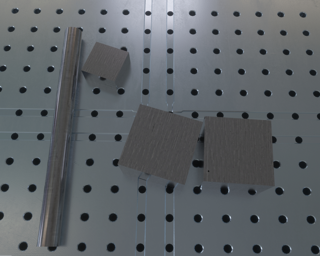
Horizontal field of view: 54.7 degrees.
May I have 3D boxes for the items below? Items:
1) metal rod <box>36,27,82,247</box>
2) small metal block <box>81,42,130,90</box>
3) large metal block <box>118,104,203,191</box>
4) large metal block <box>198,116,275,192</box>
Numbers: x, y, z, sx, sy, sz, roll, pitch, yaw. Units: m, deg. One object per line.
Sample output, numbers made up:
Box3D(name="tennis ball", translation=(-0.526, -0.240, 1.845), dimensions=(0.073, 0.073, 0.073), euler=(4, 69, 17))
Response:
Box3D(name="metal rod", translation=(-0.129, -0.003, 0.411), dimensions=(0.025, 0.025, 0.299), euler=(0, 70, 0))
Box3D(name="small metal block", translation=(-0.076, -0.089, 0.444), dimensions=(0.050, 0.025, 0.050), euler=(19, 71, 7))
Box3D(name="large metal block", translation=(0.002, 0.026, 0.389), dimensions=(0.080, 0.050, 0.080), euler=(17, 71, 6))
Box3D(name="large metal block", translation=(0.092, 0.034, 0.387), dimensions=(0.080, 0.050, 0.080), euler=(4, 70, 1))
